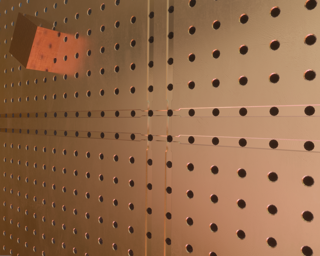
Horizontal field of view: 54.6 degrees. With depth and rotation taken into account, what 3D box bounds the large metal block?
[{"bbox_3d":[-0.238,-0.163,0.592,0.080,0.050,0.080,38,113,33],"label":"large metal block"}]
